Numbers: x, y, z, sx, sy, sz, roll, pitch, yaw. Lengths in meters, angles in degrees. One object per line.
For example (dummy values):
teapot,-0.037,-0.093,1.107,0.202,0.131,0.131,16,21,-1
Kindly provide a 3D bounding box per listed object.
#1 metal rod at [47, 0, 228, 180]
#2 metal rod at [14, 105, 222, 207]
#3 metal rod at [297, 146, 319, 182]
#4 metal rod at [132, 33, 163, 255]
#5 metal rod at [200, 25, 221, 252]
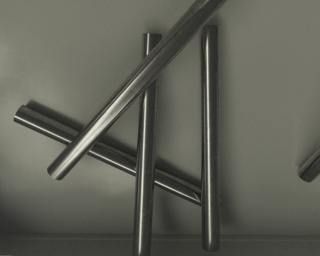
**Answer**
metal rod,-0.035,-0.043,0.362,0.025,0.025,0.299,41,107,-14
metal rod,-0.050,0.046,0.427,0.301,0.025,0.025,26,108,-10
metal rod,0.241,-0.033,0.334,0.025,0.025,0.298,14,135,-5
metal rod,-0.018,0.034,0.401,0.025,0.025,0.298,3,102,-1
metal rod,0.066,0.023,0.403,0.025,0.025,0.298,-2,104,1
